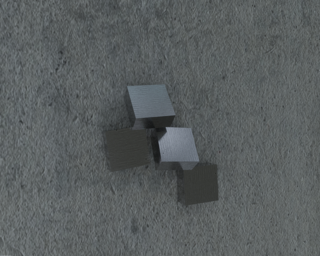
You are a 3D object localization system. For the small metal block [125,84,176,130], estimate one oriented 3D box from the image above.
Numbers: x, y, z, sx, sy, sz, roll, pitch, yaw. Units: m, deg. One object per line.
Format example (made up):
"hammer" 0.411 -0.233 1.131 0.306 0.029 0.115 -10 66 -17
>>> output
"small metal block" -0.014 -0.027 0.391 0.050 0.025 0.050 -5 58 -20

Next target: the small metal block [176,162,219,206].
"small metal block" 0.051 0.076 0.428 0.050 0.025 0.050 -4 91 -20

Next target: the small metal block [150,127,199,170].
"small metal block" 0.018 0.027 0.403 0.050 0.025 0.050 2 57 -20

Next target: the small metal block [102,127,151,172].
"small metal block" -0.043 0.025 0.393 0.050 0.025 0.050 -9 93 -20
